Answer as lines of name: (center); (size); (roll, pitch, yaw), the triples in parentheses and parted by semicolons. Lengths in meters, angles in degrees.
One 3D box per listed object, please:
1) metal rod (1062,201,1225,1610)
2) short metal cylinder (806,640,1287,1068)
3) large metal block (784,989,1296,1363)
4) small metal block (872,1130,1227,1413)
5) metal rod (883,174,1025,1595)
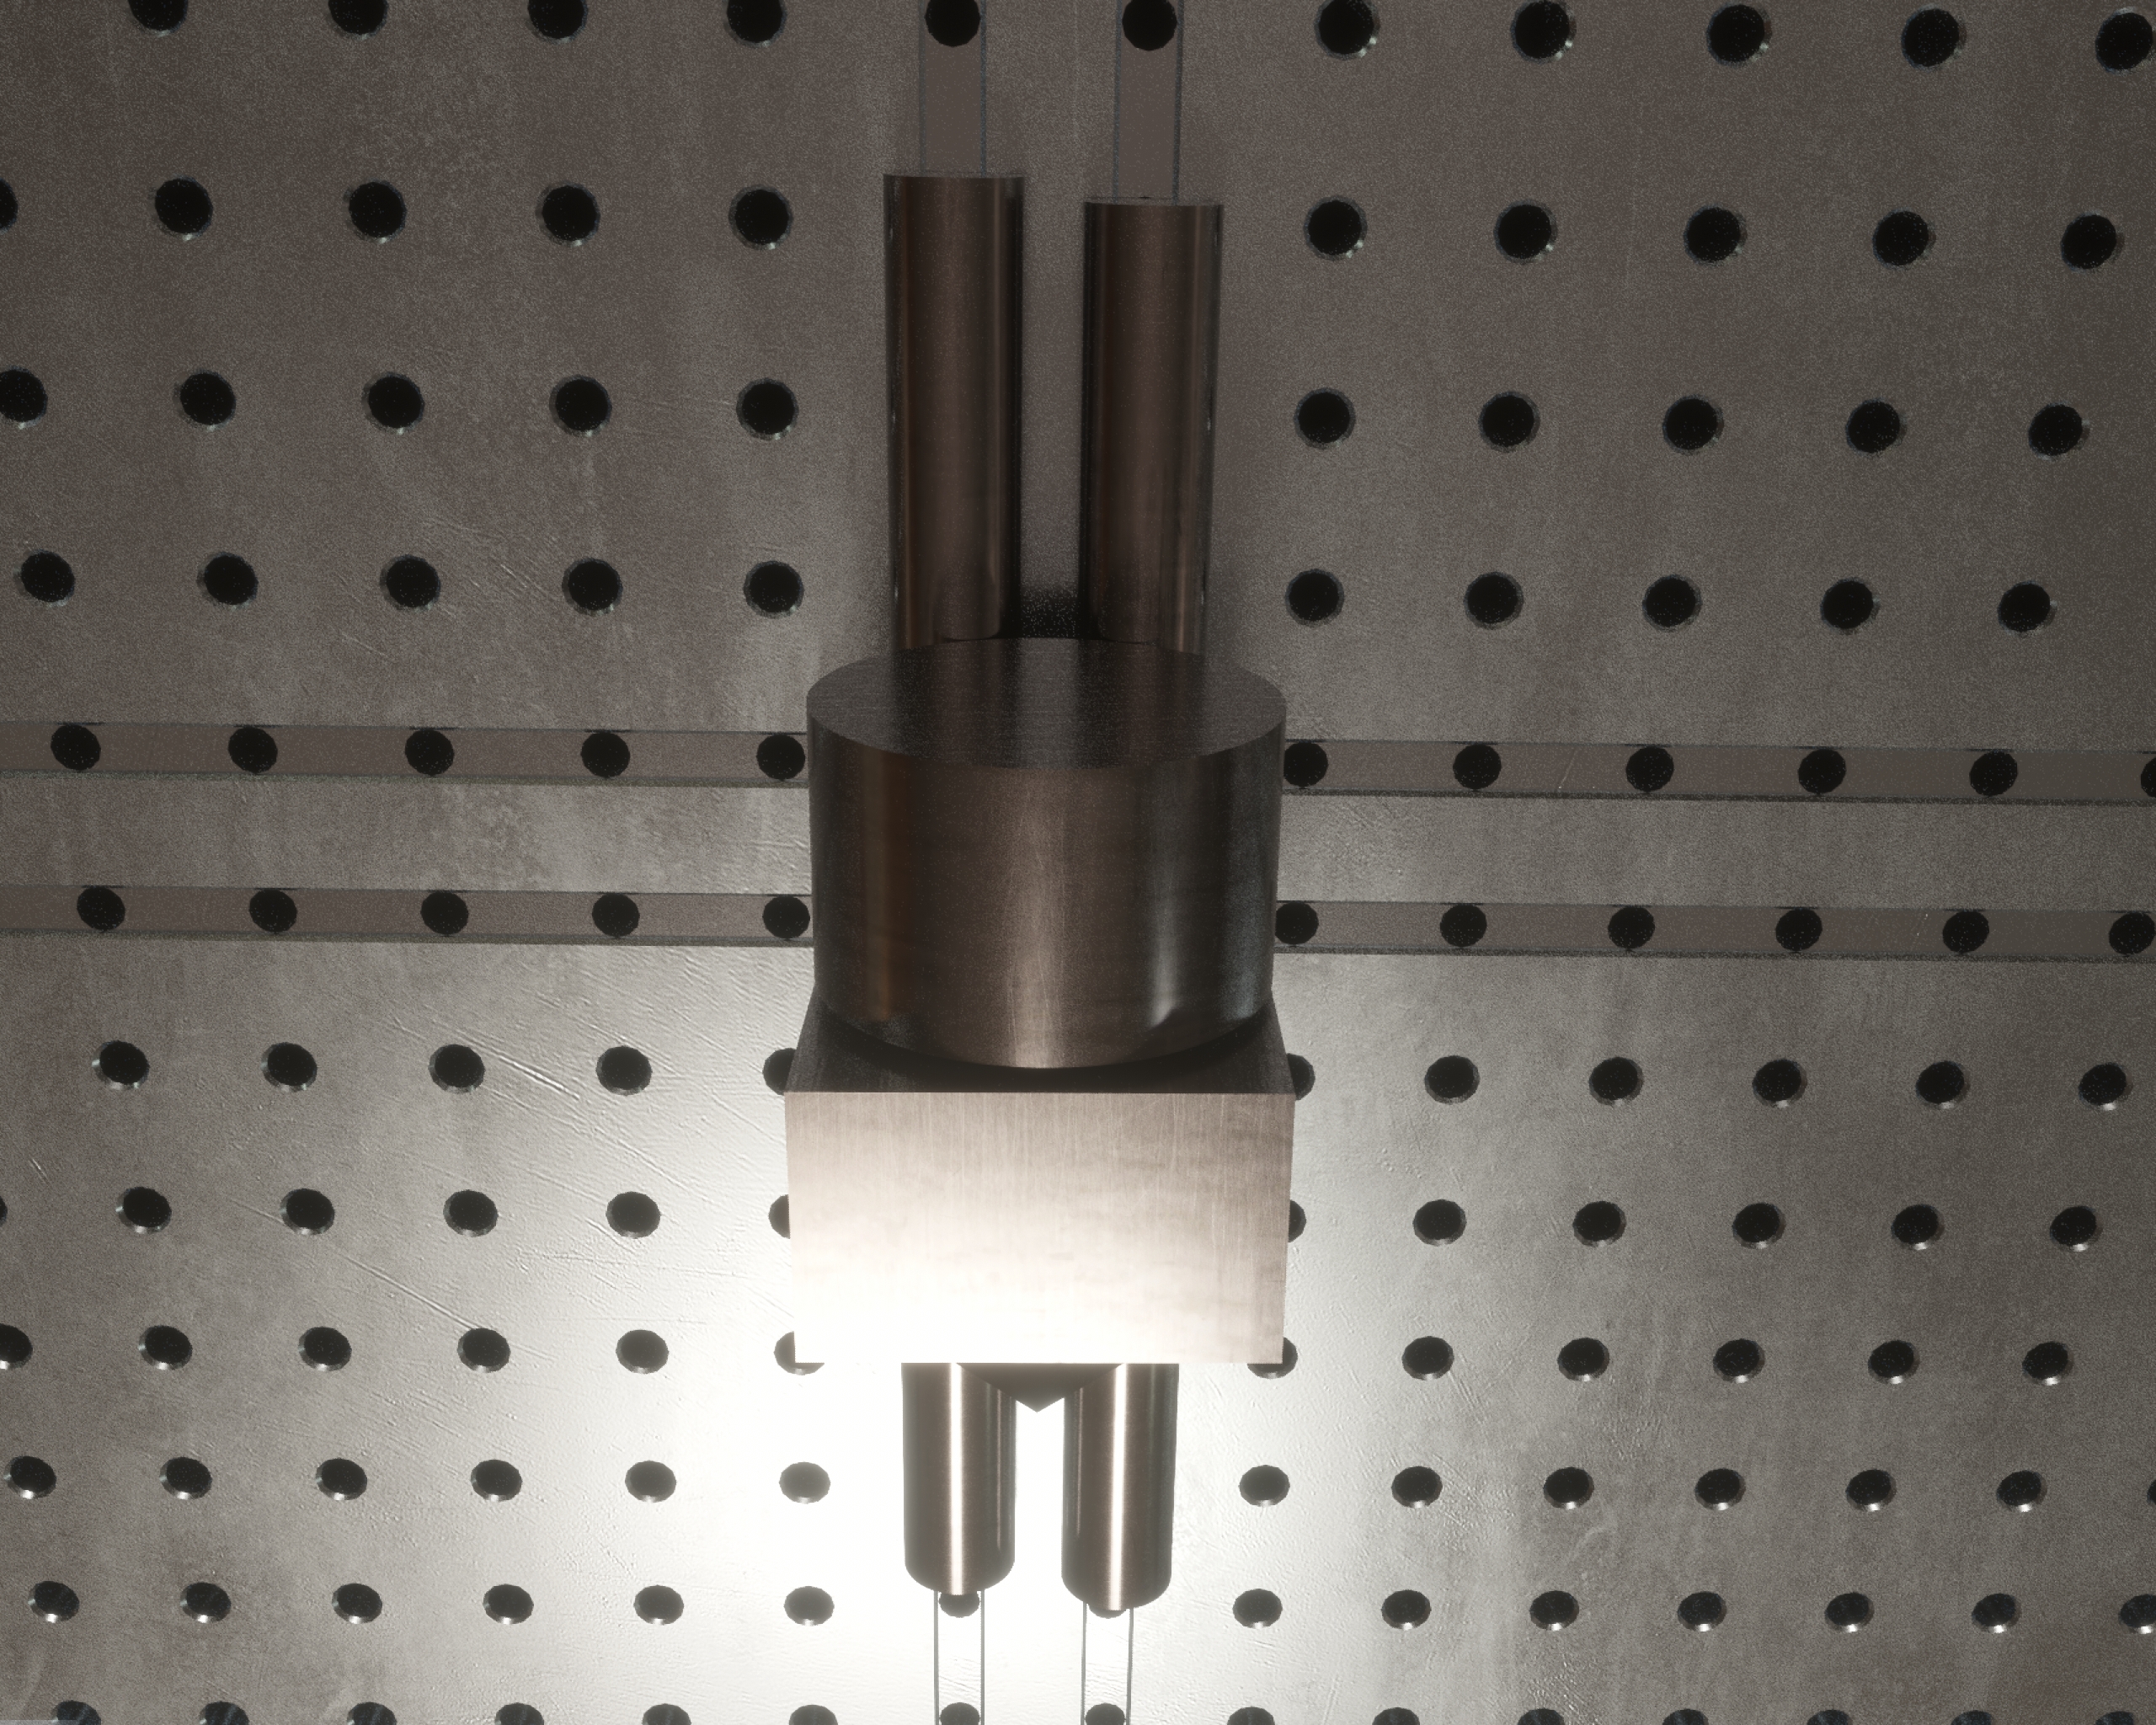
metal rod: (0.011, 0.022, 0.423); (0.025, 0.025, 0.298); (1, 110, -1)
short metal cylinder: (-0.006, -0.005, 0.360); (0.081, 0.080, 0.050); (1, 110, -1)
large metal block: (-0.006, 0.046, 0.374); (0.081, 0.080, 0.050); (0, 110, -1)
small metal block: (-0.007, 0.075, 0.403); (0.050, 0.050, 0.025); (-18, 118, -42)
metal rod: (-0.024, 0.018, 0.421); (0.025, 0.025, 0.298); (1, 110, -1)
